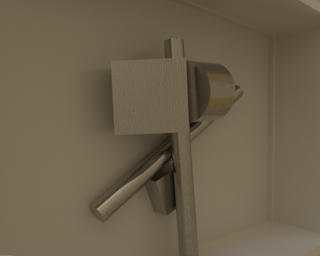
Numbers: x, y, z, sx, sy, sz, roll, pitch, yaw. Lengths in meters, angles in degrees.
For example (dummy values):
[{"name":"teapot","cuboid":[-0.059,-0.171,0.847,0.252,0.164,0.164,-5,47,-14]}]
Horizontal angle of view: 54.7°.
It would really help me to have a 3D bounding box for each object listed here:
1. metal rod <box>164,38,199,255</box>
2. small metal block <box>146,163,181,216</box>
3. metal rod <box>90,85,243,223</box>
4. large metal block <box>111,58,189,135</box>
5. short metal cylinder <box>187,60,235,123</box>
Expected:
[{"name":"metal rod","cuboid":[0.028,0.038,0.397,0.025,0.025,0.298,-6,93,-40]},{"name":"small metal block","cuboid":[0.012,0.081,0.417,0.050,0.025,0.050,-27,107,-37]},{"name":"metal rod","cuboid":[0.028,0.018,0.430,0.302,0.025,0.025,-39,114,-33]},{"name":"large metal block","cuboid":[-0.010,-0.035,0.356,0.081,0.050,0.079,-3,92,0]},{"name":"short metal cylinder","cuboid":[0.052,-0.048,0.414,0.050,0.080,0.079,-6,94,-42]}]
